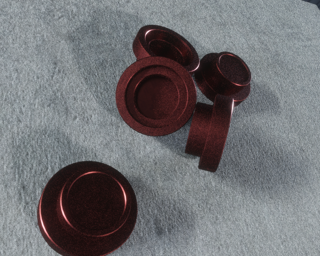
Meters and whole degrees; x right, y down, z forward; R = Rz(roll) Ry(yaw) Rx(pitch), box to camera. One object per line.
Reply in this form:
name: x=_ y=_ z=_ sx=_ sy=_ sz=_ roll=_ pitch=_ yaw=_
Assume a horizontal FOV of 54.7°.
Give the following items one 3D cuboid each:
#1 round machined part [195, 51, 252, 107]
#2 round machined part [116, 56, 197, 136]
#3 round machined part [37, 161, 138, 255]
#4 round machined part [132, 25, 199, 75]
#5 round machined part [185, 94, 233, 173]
round machined part: x=0.109 y=-0.086 z=0.506 sx=0.099 sy=0.042 sz=0.098 roll=14 pitch=56 yaw=-21
round machined part: x=-0.004 y=-0.039 z=0.395 sx=0.099 sy=0.042 sz=0.097 roll=0 pitch=92 yaw=1
round machined part: x=-0.068 y=0.078 z=0.310 sx=0.099 sy=0.042 sz=0.098 roll=14 pitch=56 yaw=-21
round machined part: x=0.005 y=-0.102 z=0.454 sx=0.099 sy=0.042 sz=0.098 roll=18 pitch=46 yaw=-19
round machined part: x=0.060 y=0.004 z=0.394 sx=0.042 sy=0.097 sz=0.098 roll=14 pitch=53 yaw=7
